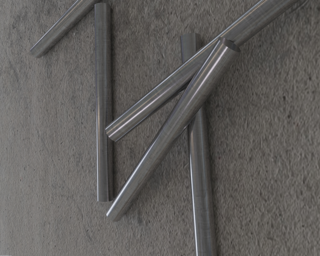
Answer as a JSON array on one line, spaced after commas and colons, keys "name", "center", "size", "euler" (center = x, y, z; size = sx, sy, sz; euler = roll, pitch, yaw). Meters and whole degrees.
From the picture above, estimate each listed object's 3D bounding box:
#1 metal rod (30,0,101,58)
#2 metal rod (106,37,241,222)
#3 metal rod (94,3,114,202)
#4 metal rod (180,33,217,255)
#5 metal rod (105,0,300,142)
[{"name": "metal rod", "center": [-0.133, -0.198, 0.514], "size": [0.299, 0.025, 0.025], "euler": [-25, 74, 37]}, {"name": "metal rod", "center": [0.000, 0.024, 0.380], "size": [0.025, 0.025, 0.298], "euler": [52, 128, 27]}, {"name": "metal rod", "center": [-0.086, -0.039, 0.475], "size": [0.025, 0.025, 0.298], "euler": [-2, 89, 40]}, {"name": "metal rod", "center": [0.046, 0.038, 0.366], "size": [0.025, 0.025, 0.298], "euler": [-6, 86, 40]}, {"name": "metal rod", "center": [0.049, -0.074, 0.336], "size": [0.299, 0.025, 0.025], "euler": [-37, 67, 24]}]
